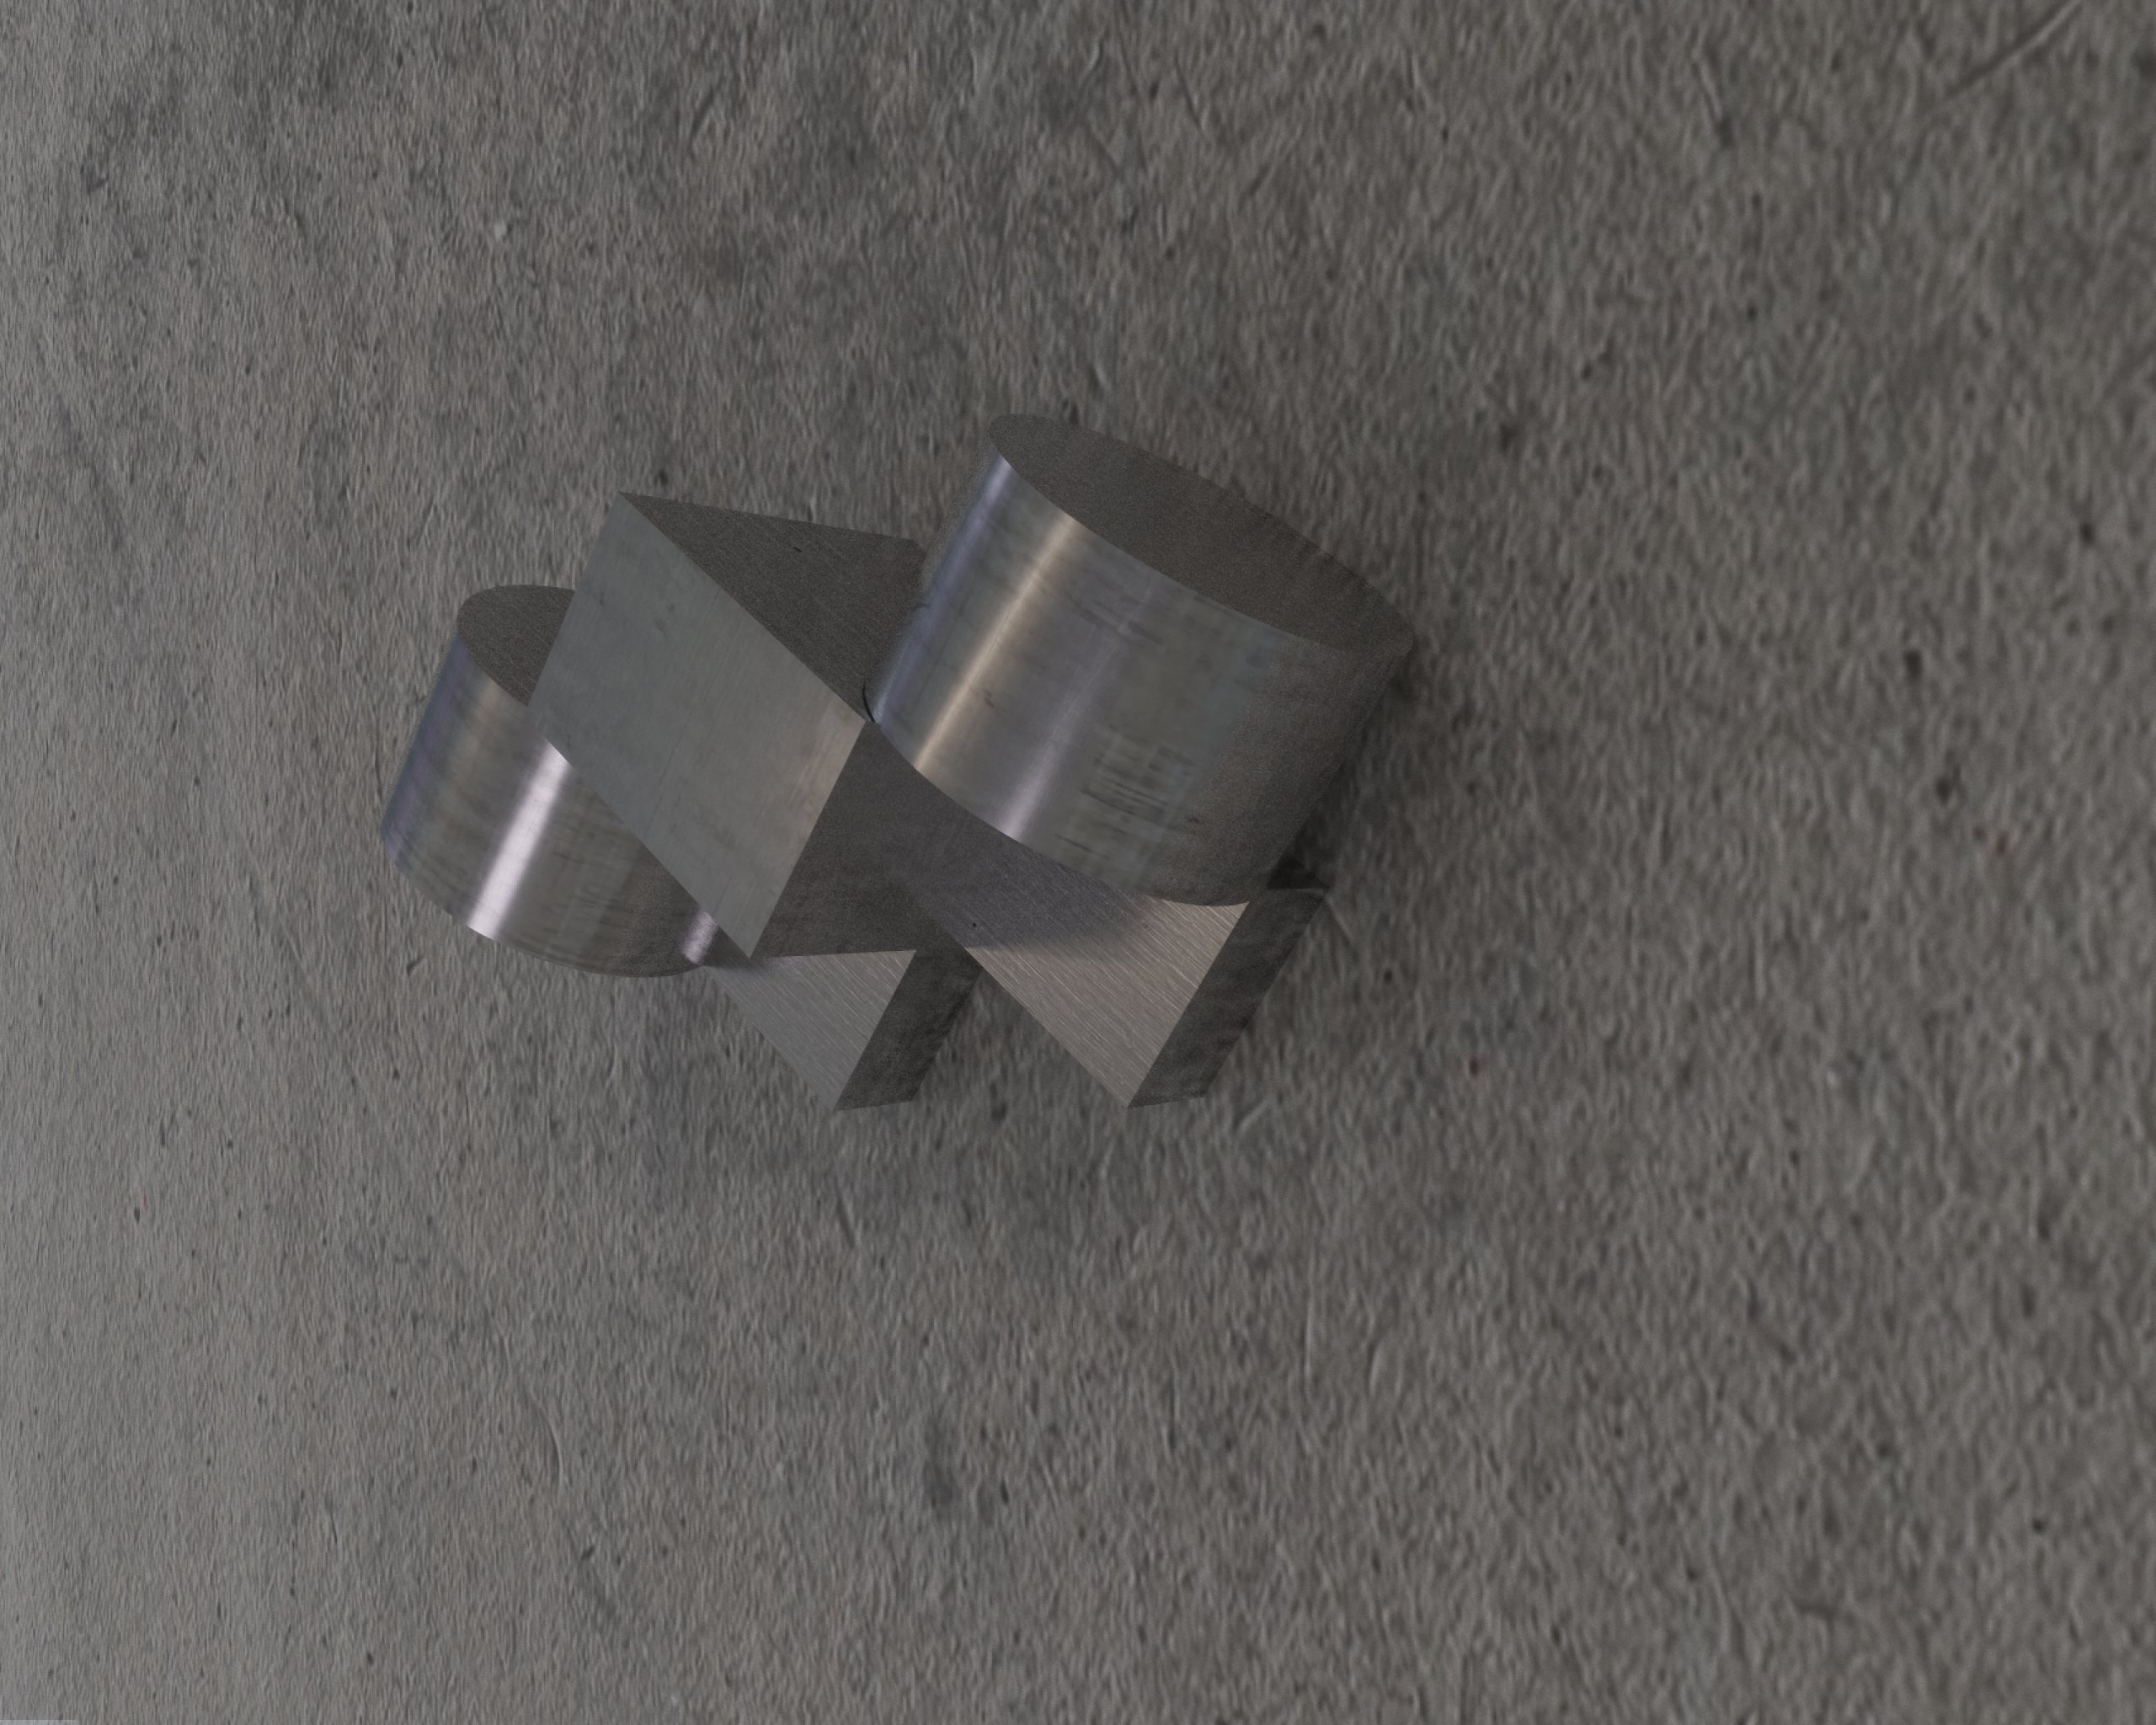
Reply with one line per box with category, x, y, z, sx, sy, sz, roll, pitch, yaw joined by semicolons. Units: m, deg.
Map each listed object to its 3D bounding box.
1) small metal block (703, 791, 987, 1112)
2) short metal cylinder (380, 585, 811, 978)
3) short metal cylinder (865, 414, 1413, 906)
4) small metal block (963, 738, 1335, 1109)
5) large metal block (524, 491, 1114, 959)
small metal block;-0.048;0.017;0.447;0.050;0.025;0.050;43;116;31
short metal cylinder;-0.105;-0.019;0.457;0.080;0.081;0.050;43;116;31
short metal cylinder;0.010;-0.036;0.362;0.080;0.081;0.050;43;116;31
small metal block;0.012;0.011;0.397;0.050;0.025;0.050;43;116;31
large metal block;-0.046;-0.026;0.410;0.080;0.081;0.050;42;115;31
